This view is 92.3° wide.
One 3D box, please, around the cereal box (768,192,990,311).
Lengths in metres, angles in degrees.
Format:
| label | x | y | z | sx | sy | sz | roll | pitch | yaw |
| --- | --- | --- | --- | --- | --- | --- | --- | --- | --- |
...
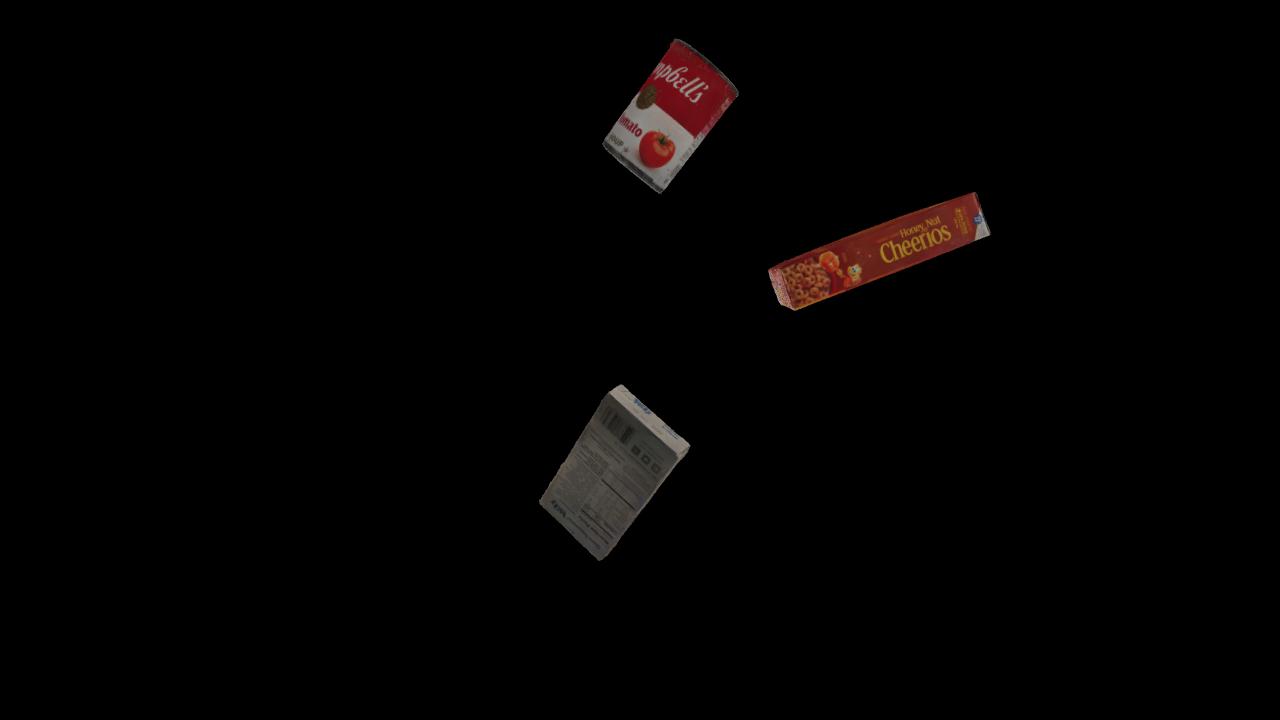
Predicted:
| label | x | y | z | sx | sy | sz | roll | pitch | yaw |
| --- | --- | --- | --- | --- | --- | --- | --- | --- | --- |
| cereal box | 0.374 | -0.172 | 1.011 | 0.306 | 0.081 | 0.203 | -20 | 5 | 8 |

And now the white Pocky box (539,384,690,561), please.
| label | x | y | z | sx | sy | sz | roll | pitch | yaw |
| --- | --- | --- | --- | --- | --- | --- | --- | --- | --- |
| white Pocky box | -0.027 | 0.104 | 0.548 | 0.084 | 0.154 | 0.028 | 41 | 32 | 13 |

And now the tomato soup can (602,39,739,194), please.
| label | x | y | z | sx | sy | sz | roll | pitch | yaw |
| --- | --- | --- | --- | --- | --- | --- | --- | --- | --- |
| tomato soup can | 0.023 | -0.198 | 0.508 | 0.068 | 0.101 | 0.068 | 36 | 17 | -13 |
